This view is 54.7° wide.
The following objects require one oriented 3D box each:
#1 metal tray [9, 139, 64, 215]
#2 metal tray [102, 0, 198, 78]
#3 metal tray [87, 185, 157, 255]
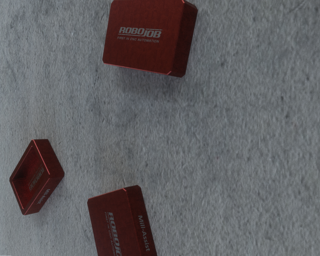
[{"bbox_3d":[-0.240,0.094,0.595,0.129,0.030,0.090,-50,61,28],"label":"metal tray"},{"bbox_3d":[-0.019,-0.122,0.415,0.130,0.030,0.089,18,101,38],"label":"metal tray"},{"bbox_3d":[-0.054,0.156,0.444,0.090,0.030,0.129,-24,75,37],"label":"metal tray"}]
